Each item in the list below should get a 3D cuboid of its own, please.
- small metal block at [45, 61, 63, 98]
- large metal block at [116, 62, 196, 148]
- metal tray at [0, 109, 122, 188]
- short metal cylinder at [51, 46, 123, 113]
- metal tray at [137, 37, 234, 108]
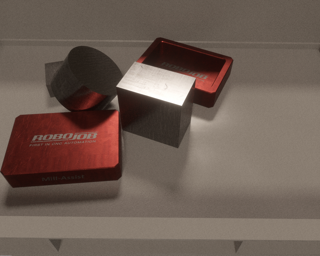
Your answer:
[{"bbox_3d":[-0.144,-0.076,0.467,0.050,0.025,0.050,-12,51,-10],"label":"small metal block"},{"bbox_3d":[-0.004,-0.028,0.393,0.080,0.080,0.050,18,52,14],"label":"large metal block"},{"bbox_3d":[-0.114,0.023,0.381,0.131,0.030,0.090,-4,50,-4],"label":"metal tray"},{"bbox_3d":[-0.096,-0.062,0.415,0.080,0.050,0.080,27,42,-28],"label":"short metal cylinder"},{"bbox_3d":[0.036,-0.089,0.476,0.130,0.030,0.090,20,53,16],"label":"metal tray"}]
